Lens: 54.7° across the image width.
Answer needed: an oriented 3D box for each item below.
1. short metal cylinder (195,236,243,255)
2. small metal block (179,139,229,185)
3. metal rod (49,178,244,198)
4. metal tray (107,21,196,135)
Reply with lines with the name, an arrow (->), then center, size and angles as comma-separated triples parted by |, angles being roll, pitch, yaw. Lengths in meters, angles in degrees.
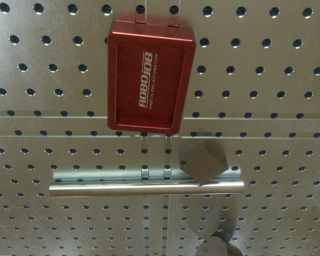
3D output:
short metal cylinder -> 0.113, 0.257, 0.595 | 0.050, 0.080, 0.080 | 36, 121, -26
small metal block -> 0.064, 0.051, 0.456 | 0.050, 0.025, 0.050 | -36, 122, 26
metal rod -> -0.021, 0.096, 0.492 | 0.302, 0.025, 0.025 | -1, 130, 1
metal tray -> -0.014, -0.052, 0.363 | 0.091, 0.030, 0.129 | 5, 130, -4
